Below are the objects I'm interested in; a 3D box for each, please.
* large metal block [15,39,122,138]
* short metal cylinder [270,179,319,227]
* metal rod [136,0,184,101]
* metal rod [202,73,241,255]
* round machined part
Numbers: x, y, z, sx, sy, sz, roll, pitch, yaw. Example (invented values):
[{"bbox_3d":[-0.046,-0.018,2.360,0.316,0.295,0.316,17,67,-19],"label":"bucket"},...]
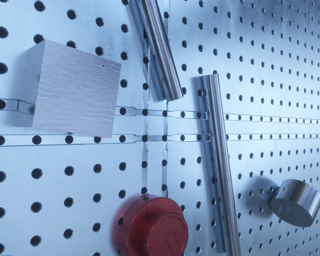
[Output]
[{"bbox_3d":[-0.092,-0.035,0.317,0.081,0.050,0.080,11,83,-40],"label":"large metal block"},{"bbox_3d":[0.262,0.145,0.597,0.050,0.080,0.080,-47,118,-30],"label":"short metal cylinder"},{"bbox_3d":[-0.022,-0.179,0.392,0.025,0.025,0.298,-28,108,-37],"label":"metal rod"},{"bbox_3d":[0.100,0.064,0.495,0.025,0.025,0.298,-15,100,-39],"label":"metal rod"},{"bbox_3d":[-0.001,0.139,0.399,0.099,0.042,0.097,0,90,-40],"label":"round machined part"}]
